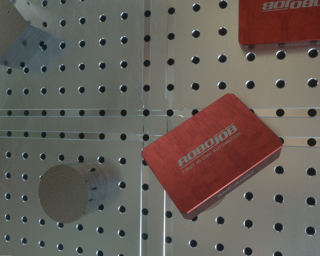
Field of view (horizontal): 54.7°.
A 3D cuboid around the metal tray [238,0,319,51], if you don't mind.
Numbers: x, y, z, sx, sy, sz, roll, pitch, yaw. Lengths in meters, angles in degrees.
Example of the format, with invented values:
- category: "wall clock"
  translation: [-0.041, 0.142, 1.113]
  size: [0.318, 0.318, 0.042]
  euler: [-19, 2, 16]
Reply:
- category: "metal tray"
  translation: [0.158, -0.140, 0.354]
  size: [0.130, 0.030, 0.089]
  euler: [1, 90, 19]

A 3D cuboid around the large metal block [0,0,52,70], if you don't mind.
- category: "large metal block"
  translation: [-0.231, -0.151, 0.481]
  size: [0.080, 0.050, 0.080]
  euler: [-43, 77, 15]

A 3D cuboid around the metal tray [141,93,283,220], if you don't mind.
- category: "metal tray"
  translation: [0.057, 0.029, 0.350]
  size: [0.130, 0.030, 0.090]
  euler: [-33, 59, -7]

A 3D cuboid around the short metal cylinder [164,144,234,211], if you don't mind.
- category: "short metal cylinder"
  translation: [0.049, 0.057, 0.382]
  size: [0.080, 0.050, 0.079]
  euler: [0, 90, 20]

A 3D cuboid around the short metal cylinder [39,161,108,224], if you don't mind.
- category: "short metal cylinder"
  translation: [-0.123, 0.089, 0.443]
  size: [0.080, 0.050, 0.079]
  euler: [0, 90, 20]
